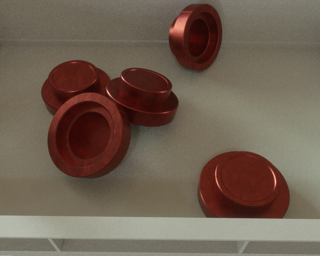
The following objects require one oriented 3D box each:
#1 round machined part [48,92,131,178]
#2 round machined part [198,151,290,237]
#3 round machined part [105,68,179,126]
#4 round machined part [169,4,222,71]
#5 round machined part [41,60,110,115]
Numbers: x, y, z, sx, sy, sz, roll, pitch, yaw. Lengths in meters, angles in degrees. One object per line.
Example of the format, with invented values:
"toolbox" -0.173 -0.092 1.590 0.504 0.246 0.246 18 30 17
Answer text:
"round machined part" -0.078 0.011 0.366 0.098 0.042 0.098 -5 76 19
"round machined part" 0.092 0.064 0.340 0.099 0.042 0.098 0 50 0
"round machined part" -0.022 -0.047 0.411 0.099 0.042 0.098 13 32 -8
"round machined part" 0.051 -0.140 0.480 0.042 0.098 0.098 19 50 40
"round machined part" -0.120 -0.060 0.444 0.099 0.042 0.098 0 50 0
